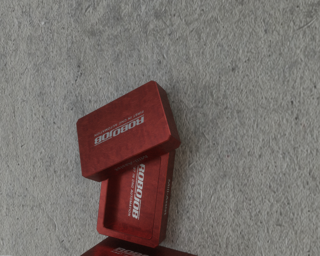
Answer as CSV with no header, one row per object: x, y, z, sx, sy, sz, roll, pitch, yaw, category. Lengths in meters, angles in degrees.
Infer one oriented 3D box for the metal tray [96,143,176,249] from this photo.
-0.033,0.084,0.417,0.090,0.030,0.129,7,92,19,metal tray

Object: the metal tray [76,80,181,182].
-0.046,0.006,0.405,0.130,0.030,0.090,-25,59,18,metal tray

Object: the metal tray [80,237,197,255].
-0.024,0.174,0.382,0.130,0.090,0.030,7,93,20,metal tray
